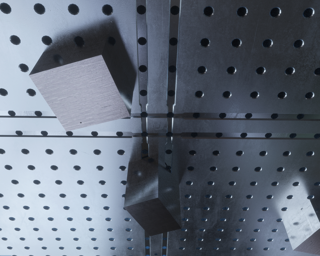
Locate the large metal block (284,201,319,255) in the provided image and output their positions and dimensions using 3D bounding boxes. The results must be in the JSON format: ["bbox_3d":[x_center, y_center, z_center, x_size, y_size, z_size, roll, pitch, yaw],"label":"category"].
[{"bbox_3d":[0.286,0.181,0.551,0.080,0.050,0.079,14,129,-12],"label":"large metal block"}]

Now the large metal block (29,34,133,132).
[{"bbox_3d":[-0.084,-0.050,0.352,0.080,0.050,0.080,-13,129,11],"label":"large metal block"}]

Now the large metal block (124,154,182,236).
[{"bbox_3d":[-0.008,0.099,0.460,0.050,0.080,0.080,-19,128,16],"label":"large metal block"}]
